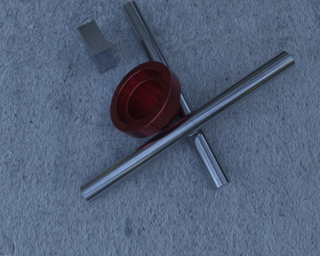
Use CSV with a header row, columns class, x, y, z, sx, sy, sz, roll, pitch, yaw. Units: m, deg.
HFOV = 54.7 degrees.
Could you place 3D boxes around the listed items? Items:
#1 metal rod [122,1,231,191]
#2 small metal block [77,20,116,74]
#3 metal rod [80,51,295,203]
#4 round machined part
class,x,y,z,sx,sy,sz,roll,pitch,yaw
metal rod,0.015,-0.056,0.428,0.025,0.025,0.299,-23,72,-8
small metal block,-0.088,-0.112,0.435,0.025,0.050,0.050,-29,73,-10
metal rod,0.035,-0.003,0.383,0.301,0.025,0.025,-34,74,-2
round machined part,-0.013,-0.032,0.394,0.098,0.042,0.098,-19,56,32
